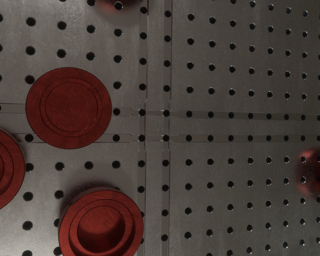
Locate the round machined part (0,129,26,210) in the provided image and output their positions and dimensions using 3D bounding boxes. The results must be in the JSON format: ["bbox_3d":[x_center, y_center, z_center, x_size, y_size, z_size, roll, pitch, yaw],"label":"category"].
[{"bbox_3d":[-0.197,0.043,0.331,0.099,0.042,0.097,0,90,-21],"label":"round machined part"}]

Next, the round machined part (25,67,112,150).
[{"bbox_3d":[-0.105,-0.023,0.365,0.099,0.042,0.097,0,90,-20],"label":"round machined part"}]

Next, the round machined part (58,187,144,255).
[{"bbox_3d":[-0.073,0.120,0.378,0.099,0.042,0.097,0,90,-21],"label":"round machined part"}]
